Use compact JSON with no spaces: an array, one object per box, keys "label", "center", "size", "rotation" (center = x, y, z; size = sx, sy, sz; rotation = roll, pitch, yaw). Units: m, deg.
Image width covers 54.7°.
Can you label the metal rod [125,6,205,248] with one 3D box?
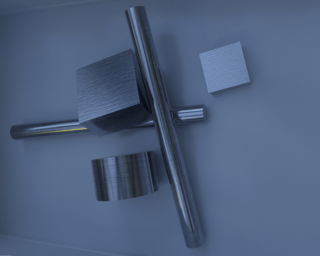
[{"label":"metal rod","center":[0.008,0.003,0.382],"size":[0.025,0.025,0.298],"rotation":[-13,95,19]}]

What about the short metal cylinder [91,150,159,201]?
[{"label":"short metal cylinder","center":[-0.044,0.059,0.396],"size":[0.080,0.080,0.050],"rotation":[-10,87,19]}]

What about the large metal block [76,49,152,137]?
[{"label":"large metal block","center":[-0.058,-0.044,0.400],"size":[0.080,0.050,0.080],"rotation":[-17,64,14]}]

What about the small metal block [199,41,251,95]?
[{"label":"small metal block","center":[0.081,-0.072,0.382],"size":[0.050,0.025,0.050],"rotation":[-14,85,19]}]

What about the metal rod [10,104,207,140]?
[{"label":"metal rod","center":[-0.085,-0.005,0.439],"size":[0.301,0.025,0.025],"rotation":[-5,88,19]}]
